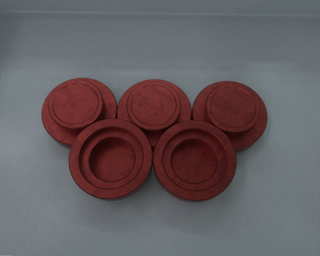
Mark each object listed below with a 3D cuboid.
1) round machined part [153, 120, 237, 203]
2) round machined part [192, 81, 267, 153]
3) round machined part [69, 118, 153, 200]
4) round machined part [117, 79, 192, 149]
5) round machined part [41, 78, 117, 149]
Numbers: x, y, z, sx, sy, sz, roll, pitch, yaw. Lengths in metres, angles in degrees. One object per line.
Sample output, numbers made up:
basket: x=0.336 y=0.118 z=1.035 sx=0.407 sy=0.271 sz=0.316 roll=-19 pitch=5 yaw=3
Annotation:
round machined part: x=0.041 y=0.043 z=0.383 sx=0.099 sy=0.042 sz=0.098 roll=0 pitch=70 yaw=0
round machined part: x=0.091 y=-0.019 z=0.405 sx=0.099 sy=0.042 sz=0.098 roll=0 pitch=69 yaw=0
round machined part: x=-0.058 y=0.041 z=0.383 sx=0.099 sy=0.042 sz=0.098 roll=0 pitch=70 yaw=0
round machined part: x=-0.008 y=-0.022 z=0.406 sx=0.099 sy=0.042 sz=0.098 roll=0 pitch=69 yaw=0
round machined part: x=-0.106 y=-0.024 z=0.406 sx=0.099 sy=0.042 sz=0.098 roll=0 pitch=69 yaw=-1
